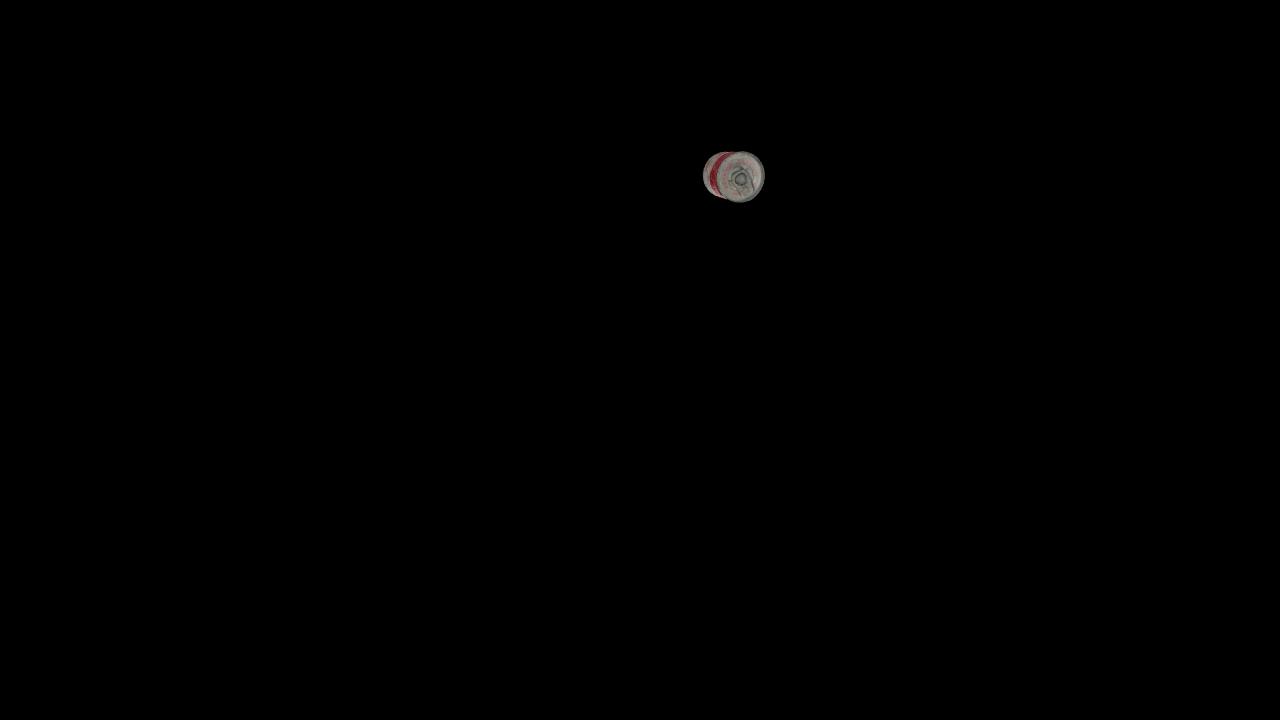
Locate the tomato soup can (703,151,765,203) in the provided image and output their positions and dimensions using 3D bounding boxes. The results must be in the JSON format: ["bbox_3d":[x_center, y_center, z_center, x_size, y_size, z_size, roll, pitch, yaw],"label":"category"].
[{"bbox_3d":[0.131,-0.263,0.879,0.068,0.068,0.101,0,19,-7],"label":"tomato soup can"}]
